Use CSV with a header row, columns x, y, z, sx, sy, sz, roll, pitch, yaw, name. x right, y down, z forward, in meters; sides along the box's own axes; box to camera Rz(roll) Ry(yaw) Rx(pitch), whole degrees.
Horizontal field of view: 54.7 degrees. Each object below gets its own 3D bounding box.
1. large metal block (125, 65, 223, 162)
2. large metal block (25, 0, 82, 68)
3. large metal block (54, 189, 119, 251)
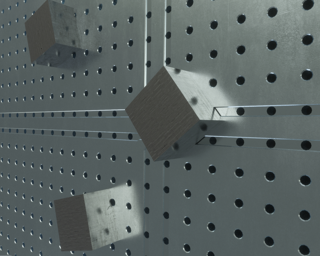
x,y,z,sx,sy,sz,roll,pitch,yaw,name
0.015,-0.016,0.379,0.080,0.050,0.080,-45,63,30,large metal block
-0.189,-0.163,0.546,0.080,0.050,0.080,-21,77,37,large metal block
-0.117,0.145,0.487,0.080,0.050,0.080,-19,78,38,large metal block
